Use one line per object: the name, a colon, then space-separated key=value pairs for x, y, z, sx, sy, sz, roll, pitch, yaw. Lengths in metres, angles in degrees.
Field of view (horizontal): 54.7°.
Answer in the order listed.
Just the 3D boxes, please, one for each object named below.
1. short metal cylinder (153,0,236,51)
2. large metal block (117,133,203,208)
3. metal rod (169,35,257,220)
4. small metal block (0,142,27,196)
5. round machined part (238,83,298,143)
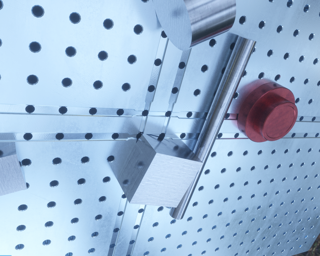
short metal cylinder: x=0.032 y=-0.127 z=0.316 sx=0.050 sy=0.080 sz=0.080 roll=-27 pitch=128 yaw=-12
large metal block: x=-0.001 y=0.061 z=0.434 sx=0.081 sy=0.050 sz=0.080 roll=16 pitch=110 yaw=-35
metal rod: x=0.071 y=0.014 z=0.460 sx=0.025 sy=0.025 sz=0.298 roll=4 pitch=116 yaw=-31
small metal block: x=-0.181 y=0.048 z=0.343 sx=0.050 sy=0.025 sz=0.050 roll=-14 pitch=124 yaw=-21
round machined part: x=0.175 y=-0.018 z=0.488 sx=0.099 sy=0.042 sz=0.097 roll=-14 pitch=125 yaw=-21
